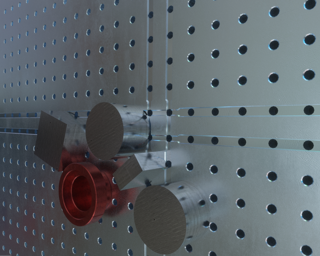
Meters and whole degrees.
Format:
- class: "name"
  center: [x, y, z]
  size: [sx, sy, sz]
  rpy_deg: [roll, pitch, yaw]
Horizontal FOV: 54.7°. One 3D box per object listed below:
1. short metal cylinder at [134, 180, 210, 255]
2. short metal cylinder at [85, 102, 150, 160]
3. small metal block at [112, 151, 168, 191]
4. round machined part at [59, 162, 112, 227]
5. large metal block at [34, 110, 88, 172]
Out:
- class: "short metal cylinder"
  center: [0.014, 0.107, 0.382]
  size: [0.080, 0.050, 0.080]
  rpy_deg: [0, 90, 40]
- class: "short metal cylinder"
  center: [-0.061, 0.004, 0.444]
  size: [0.080, 0.050, 0.080]
  rpy_deg: [0, 90, 40]
- class: "small metal block"
  center: [-0.026, 0.057, 0.415]
  size: [0.050, 0.050, 0.025]
  rpy_deg: [-44, 64, 31]
- class: "round machined part"
  center: [-0.116, 0.103, 0.494]
  size: [0.098, 0.042, 0.097]
  rpy_deg: [0, 90, 40]
- class: "large metal block"
  center: [-0.166, 0.020, 0.531]
  size: [0.080, 0.050, 0.079]
  rpy_deg: [23, 104, 37]
